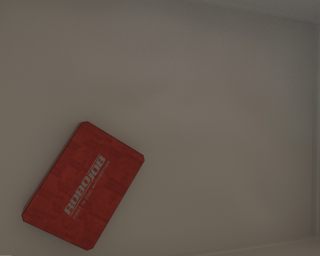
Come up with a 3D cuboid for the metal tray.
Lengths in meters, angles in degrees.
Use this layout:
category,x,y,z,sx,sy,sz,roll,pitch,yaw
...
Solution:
category,x,y,z,sx,sy,sz,roll,pitch,yaw
metal tray,-0.090,0.068,0.375,0.090,0.030,0.130,34,79,-17
